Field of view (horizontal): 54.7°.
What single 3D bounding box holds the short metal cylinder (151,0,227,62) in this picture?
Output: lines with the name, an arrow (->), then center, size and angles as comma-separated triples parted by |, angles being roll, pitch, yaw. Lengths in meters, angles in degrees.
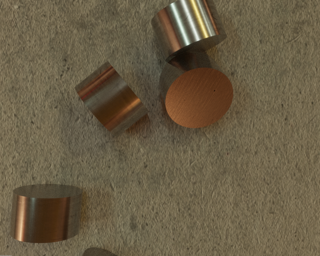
short metal cylinder -> 0.035, -0.121, 0.382 | 0.080, 0.080, 0.050 | -21, 90, 0

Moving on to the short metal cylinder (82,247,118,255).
short metal cylinder -> -0.073, 0.195, 0.382 | 0.080, 0.080, 0.050 | 32, 90, 0

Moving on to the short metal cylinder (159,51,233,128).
short metal cylinder -> 0.042, -0.047, 0.379 | 0.081, 0.050, 0.079 | -5, 125, -7

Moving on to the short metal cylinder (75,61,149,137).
short metal cylinder -> -0.058, -0.035, 0.382 | 0.050, 0.080, 0.080 | -39, 90, 0

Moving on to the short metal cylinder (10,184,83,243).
short metal cylinder -> -0.138, 0.102, 0.381 | 0.080, 0.080, 0.050 | 4, 90, 0
